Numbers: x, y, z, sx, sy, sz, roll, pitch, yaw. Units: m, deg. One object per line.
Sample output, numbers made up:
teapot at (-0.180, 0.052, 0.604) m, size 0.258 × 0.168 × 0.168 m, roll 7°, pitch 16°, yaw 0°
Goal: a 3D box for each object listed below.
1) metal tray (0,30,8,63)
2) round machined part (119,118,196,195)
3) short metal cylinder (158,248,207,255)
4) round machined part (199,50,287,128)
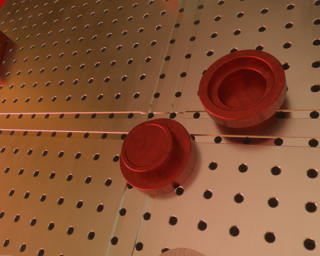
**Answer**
metal tray at (-0.413, -0.165, 0.723) m, size 0.090 × 0.030 × 0.130 m, roll -15°, pitch 55°, yaw 19°
round machined part at (-0.008, 0.030, 0.384) m, size 0.098 × 0.042 × 0.098 m, roll -13°, pitch 56°, yaw 21°
short metal cylinder at (0.028, 0.156, 0.282) m, size 0.080 × 0.050 × 0.080 m, roll -13°, pitch 56°, yaw 21°
round machined part at (0.100, -0.043, 0.371) m, size 0.098 × 0.042 × 0.098 m, roll -13°, pitch 56°, yaw 21°
